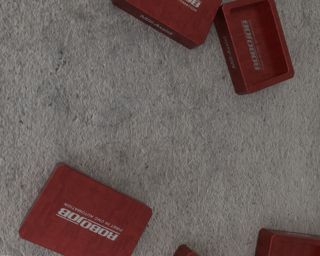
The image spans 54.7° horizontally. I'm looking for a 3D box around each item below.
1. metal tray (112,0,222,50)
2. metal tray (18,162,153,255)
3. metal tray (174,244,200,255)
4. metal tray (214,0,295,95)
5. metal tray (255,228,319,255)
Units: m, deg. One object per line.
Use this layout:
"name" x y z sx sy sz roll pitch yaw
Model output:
"metal tray" 0.013 -0.175 0.411 0.131 0.030 0.090 26 82 -18
"metal tray" -0.086 0.110 0.375 0.131 0.030 0.090 31 80 -18
"metal tray" 0.031 0.238 0.418 0.090 0.030 0.130 40 77 -16
"metal tray" 0.139 -0.123 0.457 0.091 0.030 0.129 -21 97 -19
"metal tray" 0.210 0.212 0.483 0.131 0.030 0.090 13 86 -20
